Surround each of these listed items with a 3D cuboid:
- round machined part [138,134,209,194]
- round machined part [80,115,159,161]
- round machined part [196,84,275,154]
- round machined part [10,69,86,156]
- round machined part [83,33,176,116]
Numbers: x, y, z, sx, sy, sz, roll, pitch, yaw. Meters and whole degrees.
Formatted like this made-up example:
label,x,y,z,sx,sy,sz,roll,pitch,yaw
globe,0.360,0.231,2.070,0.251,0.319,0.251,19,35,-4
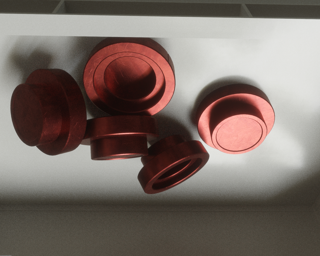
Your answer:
label,x,y,z,sx,sy,sz,roll,pitch,yaw
round machined part,0.014,0.045,0.417,0.099,0.042,0.098,-25,155,-13
round machined part,-0.050,0.015,0.376,0.099,0.042,0.098,-5,171,-1
round machined part,0.097,-0.004,0.396,0.099,0.042,0.097,-1,130,0
round machined part,-0.130,-0.017,0.345,0.042,0.098,0.097,-14,149,-50
round machined part,-0.033,-0.060,0.346,0.099,0.042,0.097,-1,130,0
